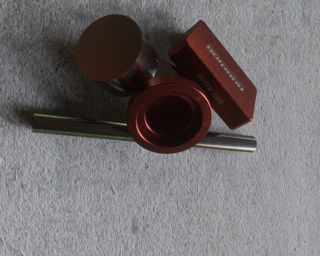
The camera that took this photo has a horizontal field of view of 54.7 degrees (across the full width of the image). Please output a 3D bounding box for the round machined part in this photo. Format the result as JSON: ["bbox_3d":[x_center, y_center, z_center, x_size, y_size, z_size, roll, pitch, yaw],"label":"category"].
[{"bbox_3d":[0.010,-0.019,0.372,0.099,0.042,0.097,-3,124,-4],"label":"round machined part"}]

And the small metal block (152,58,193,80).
[{"bbox_3d":[0.008,-0.062,0.398,0.050,0.050,0.025,25,82,-19],"label":"small metal block"}]

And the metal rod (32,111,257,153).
[{"bbox_3d":[-0.005,0.008,0.409,0.302,0.025,0.025,6,88,-20],"label":"metal rod"}]

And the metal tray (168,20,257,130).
[{"bbox_3d":[0.075,-0.071,0.408,0.130,0.030,0.090,47,37,-14],"label":"metal tray"}]

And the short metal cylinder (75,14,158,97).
[{"bbox_3d":[-0.049,-0.082,0.358,0.080,0.050,0.080,-5,74,18],"label":"short metal cylinder"}]
